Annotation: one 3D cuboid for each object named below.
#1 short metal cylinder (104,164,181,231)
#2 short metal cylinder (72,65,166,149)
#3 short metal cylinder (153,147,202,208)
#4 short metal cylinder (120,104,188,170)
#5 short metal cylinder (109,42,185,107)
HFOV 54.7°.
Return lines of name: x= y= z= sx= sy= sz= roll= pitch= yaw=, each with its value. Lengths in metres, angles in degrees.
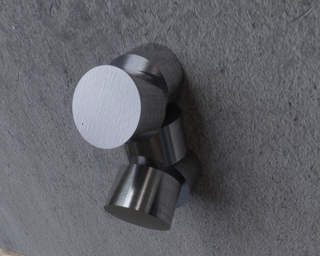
short metal cylinder: x=-0.020 y=0.084 z=0.369 sx=0.080 sy=0.050 sz=0.080 roll=14 pitch=151 yaw=8
short metal cylinder: x=-0.041 y=-0.021 z=0.317 sx=0.080 sy=0.050 sz=0.079 roll=2 pitch=94 yaw=27
short metal cylinder: x=0.012 y=0.063 z=0.425 sx=0.080 sy=0.050 sz=0.079 roll=13 pitch=124 yaw=21
short metal cylinder: x=-0.009 y=0.009 z=0.384 sx=0.080 sy=0.080 sz=0.050 roll=2 pitch=119 yaw=27
short metal cylinder: x=-0.017 y=-0.056 z=0.367 sx=0.080 sy=0.050 sz=0.079 roll=13 pitch=124 yaw=21
